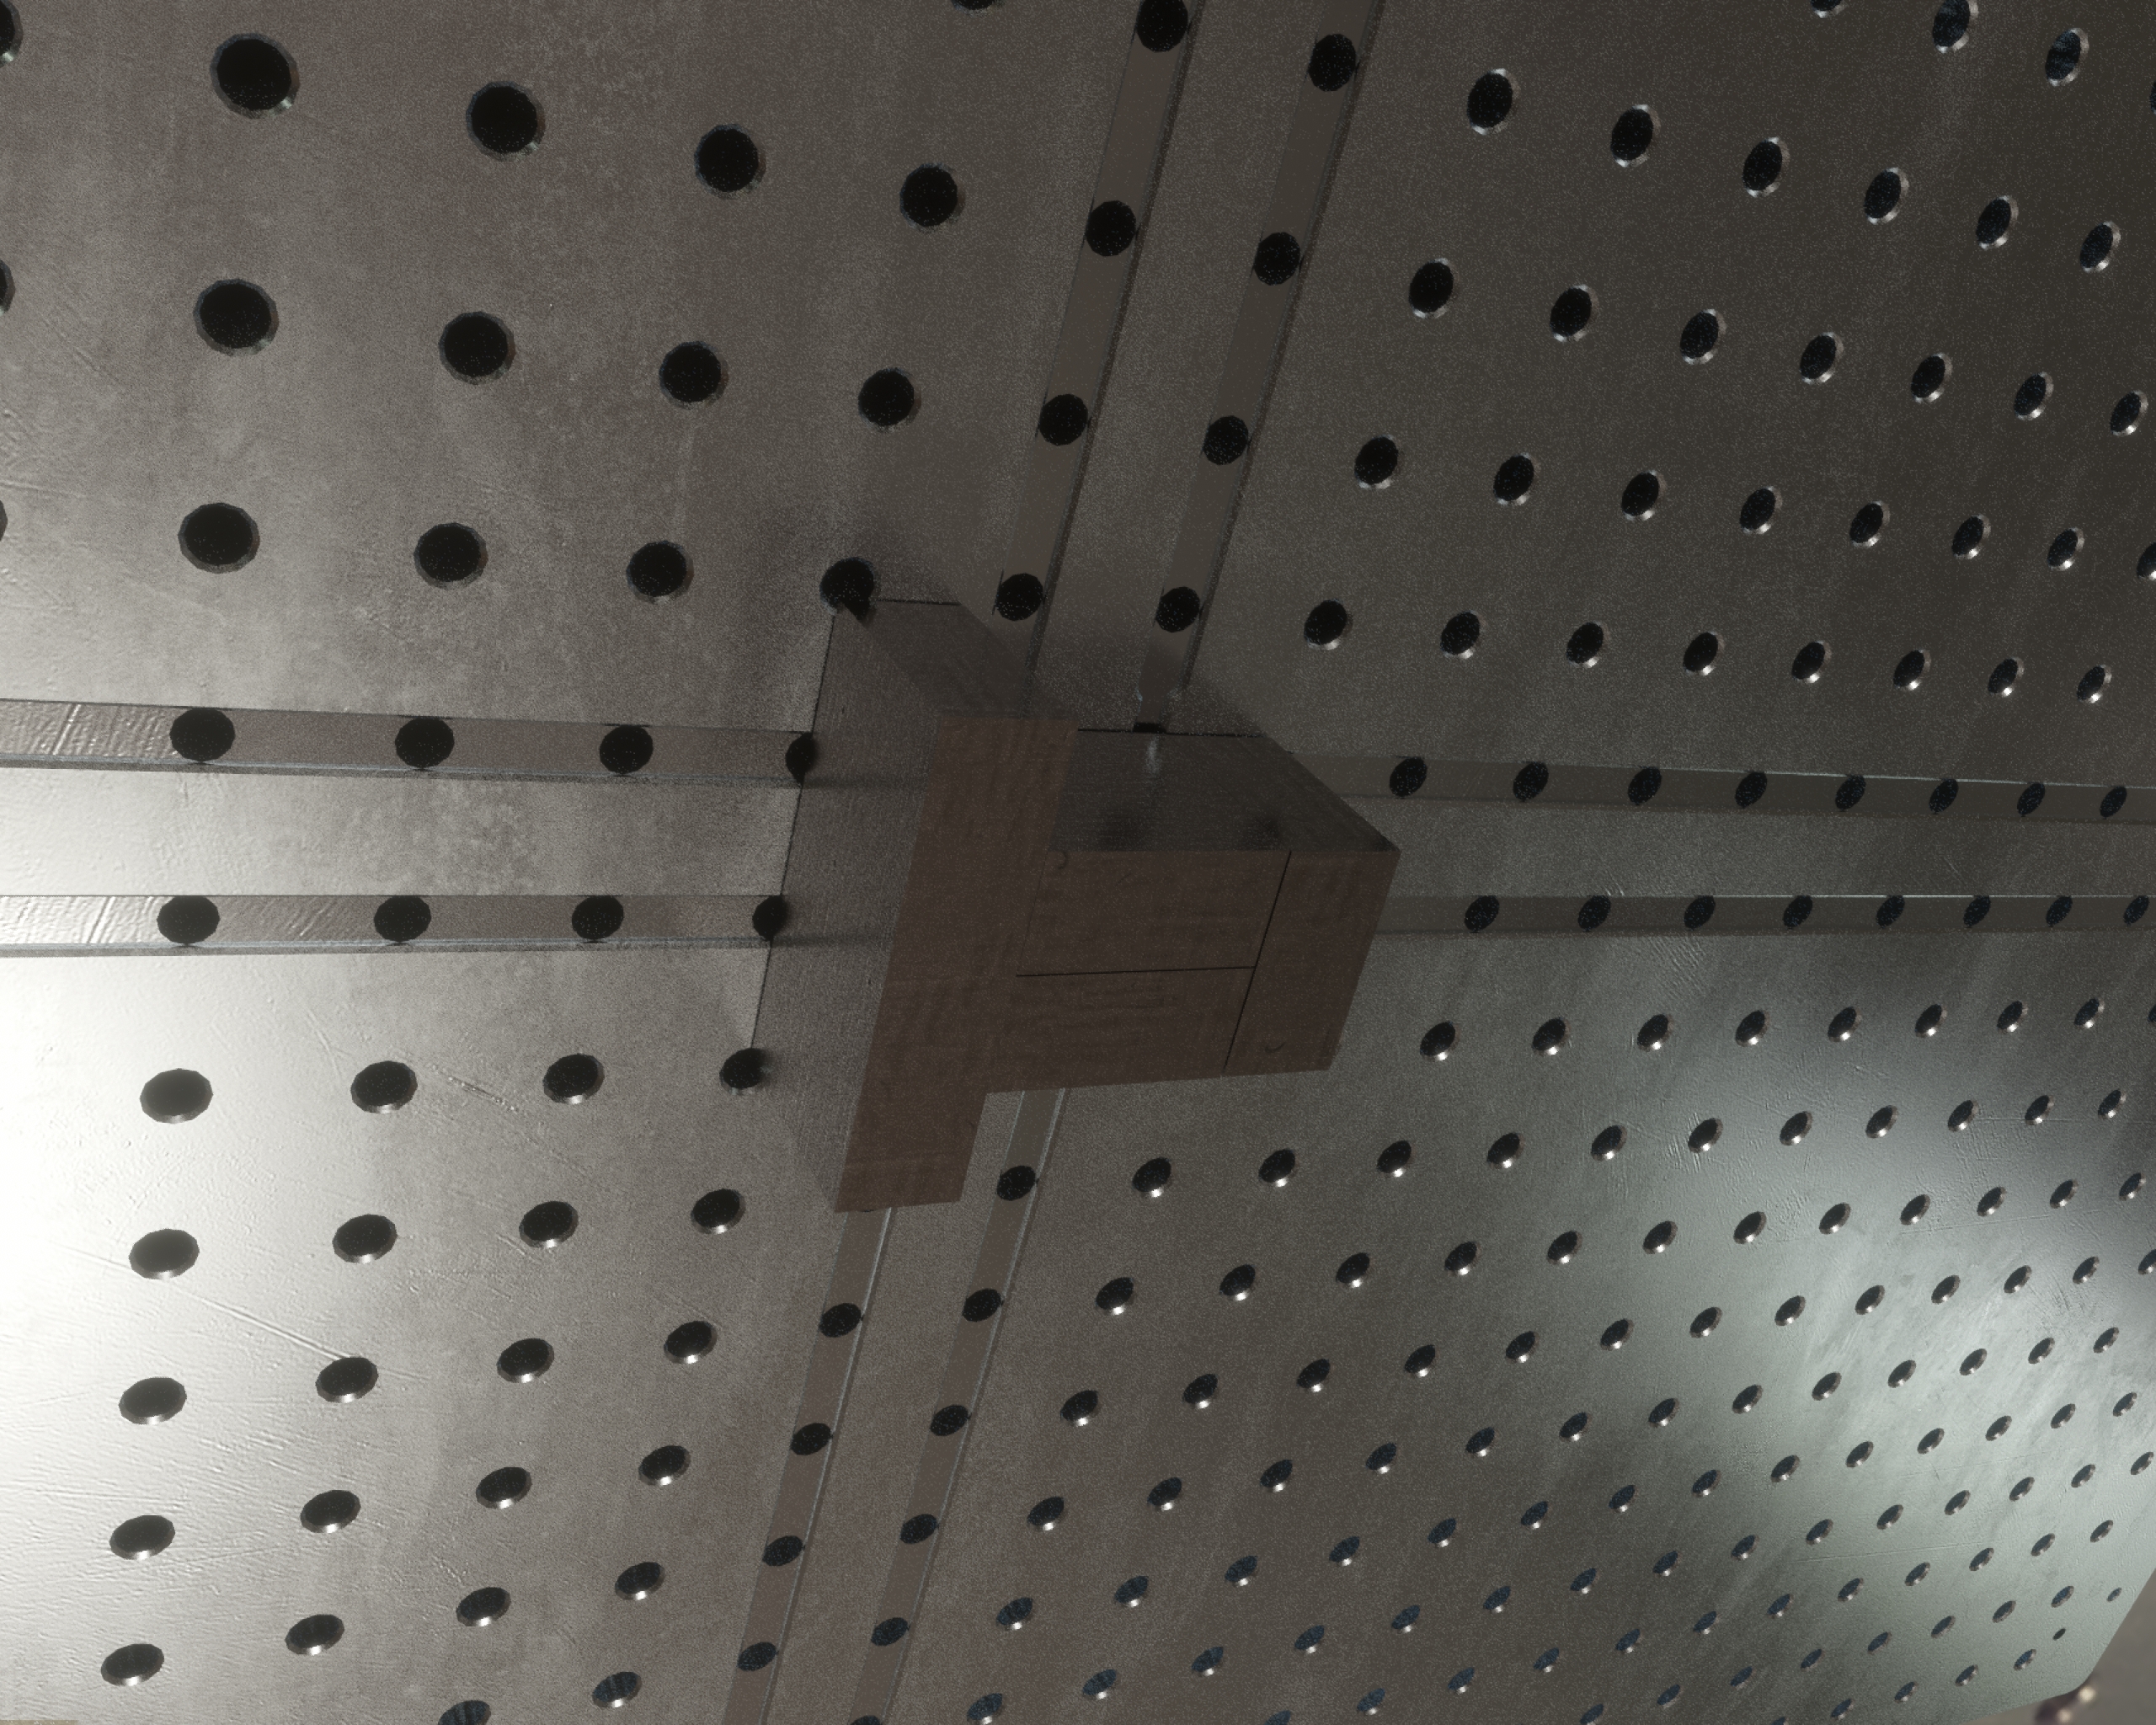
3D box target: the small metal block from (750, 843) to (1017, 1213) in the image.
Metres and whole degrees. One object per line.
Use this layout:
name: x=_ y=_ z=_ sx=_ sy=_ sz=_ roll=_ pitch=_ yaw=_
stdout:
small metal block: x=-0.038 y=0.030 z=0.393 sx=0.025 sy=0.050 sz=0.050 roll=0 pitch=119 yaw=-29

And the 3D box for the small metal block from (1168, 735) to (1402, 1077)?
small metal block: x=0.034 y=0.008 z=0.419 sx=0.025 sy=0.050 sz=0.050 roll=0 pitch=119 yaw=-29

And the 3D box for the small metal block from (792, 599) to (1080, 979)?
small metal block: x=-0.027 y=-0.014 z=0.372 sx=0.025 sy=0.050 sz=0.050 roll=0 pitch=119 yaw=-29

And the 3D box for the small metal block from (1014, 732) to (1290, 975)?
small metal block: x=0.004 y=-0.003 z=0.396 sx=0.050 sy=0.050 sz=0.025 roll=0 pitch=119 yaw=-29

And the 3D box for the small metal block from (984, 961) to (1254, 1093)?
small metal block: x=-0.002 y=0.019 z=0.406 sx=0.050 sy=0.050 sz=0.025 roll=0 pitch=119 yaw=-29
